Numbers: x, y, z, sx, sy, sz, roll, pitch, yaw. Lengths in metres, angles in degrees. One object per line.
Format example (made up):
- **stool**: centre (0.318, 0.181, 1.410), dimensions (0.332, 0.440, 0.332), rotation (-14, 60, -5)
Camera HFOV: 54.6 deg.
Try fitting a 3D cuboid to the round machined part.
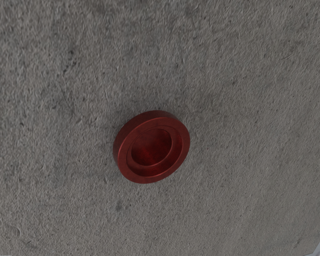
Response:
- **round machined part**: centre (-0.014, 0.020, 0.400), dimensions (0.099, 0.042, 0.097), rotation (-14, 124, -21)
